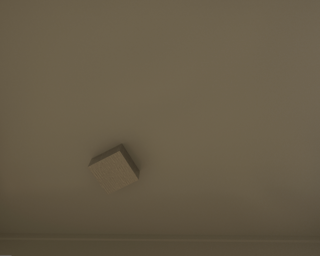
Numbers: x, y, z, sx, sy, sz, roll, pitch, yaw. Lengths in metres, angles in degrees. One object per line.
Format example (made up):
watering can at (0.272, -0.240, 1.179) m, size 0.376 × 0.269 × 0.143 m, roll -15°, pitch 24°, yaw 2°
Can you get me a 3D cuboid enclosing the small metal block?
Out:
small metal block at (-0.063, 0.057, 0.432) m, size 0.050 × 0.025 × 0.050 m, roll -27°, pitch 108°, yaw 9°
